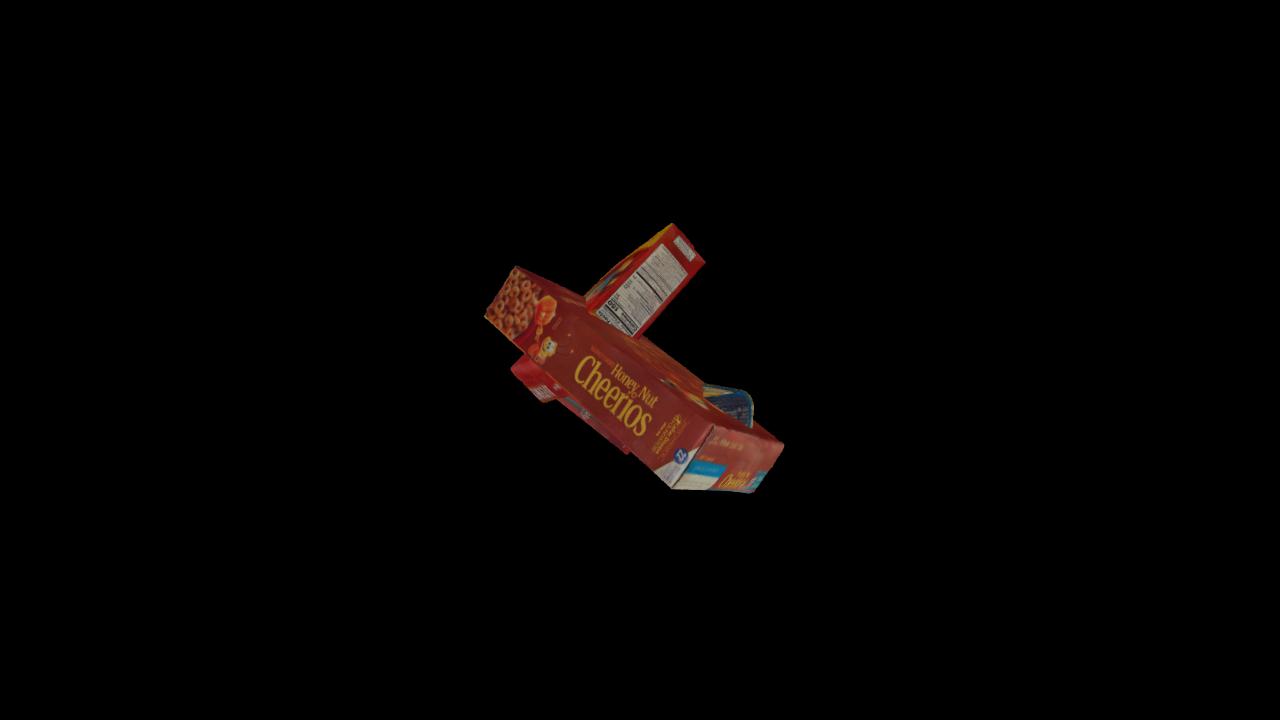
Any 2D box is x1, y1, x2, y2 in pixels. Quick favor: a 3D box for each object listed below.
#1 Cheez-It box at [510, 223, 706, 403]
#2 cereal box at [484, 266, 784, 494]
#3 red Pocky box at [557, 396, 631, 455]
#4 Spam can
[{"bbox_3d":[-0.041,-0.052,0.747,0.223,0.071,0.166,-48,13,-26],"label":"Cheez-It box"},{"bbox_3d":[-0.005,0.024,0.677,0.306,0.081,0.203,39,10,30],"label":"cereal box"},{"bbox_3d":[-0.056,0.051,0.762,0.155,0.028,0.083,37,18,11],"label":"red Pocky box"},{"bbox_3d":[0.055,0.056,0.643,0.085,0.058,0.101,-5,9,-35],"label":"Spam can"}]
